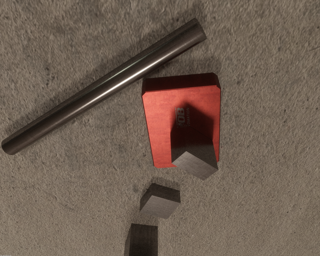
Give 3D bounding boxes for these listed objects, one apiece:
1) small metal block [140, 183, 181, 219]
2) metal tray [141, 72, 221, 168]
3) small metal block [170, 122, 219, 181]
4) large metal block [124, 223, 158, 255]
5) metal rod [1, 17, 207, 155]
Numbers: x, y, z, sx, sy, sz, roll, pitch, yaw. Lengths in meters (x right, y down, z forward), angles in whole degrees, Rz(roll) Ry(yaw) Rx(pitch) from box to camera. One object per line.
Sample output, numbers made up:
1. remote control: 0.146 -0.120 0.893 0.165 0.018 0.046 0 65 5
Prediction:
1. small metal block: 0.000 0.121 0.511 0.050 0.025 0.050 19 127 -16
2. metal tray: 0.030 -0.005 0.400 0.091 0.030 0.129 -5 130 3
3. small metal block: 0.041 0.028 0.376 0.050 0.050 0.025 31 123 -24
4. large metal block: -0.037 0.236 0.572 0.050 0.080 0.079 10 129 -9
5. metal rod: -0.082 -0.039 0.373 0.300 0.025 0.025 -27 125 21
